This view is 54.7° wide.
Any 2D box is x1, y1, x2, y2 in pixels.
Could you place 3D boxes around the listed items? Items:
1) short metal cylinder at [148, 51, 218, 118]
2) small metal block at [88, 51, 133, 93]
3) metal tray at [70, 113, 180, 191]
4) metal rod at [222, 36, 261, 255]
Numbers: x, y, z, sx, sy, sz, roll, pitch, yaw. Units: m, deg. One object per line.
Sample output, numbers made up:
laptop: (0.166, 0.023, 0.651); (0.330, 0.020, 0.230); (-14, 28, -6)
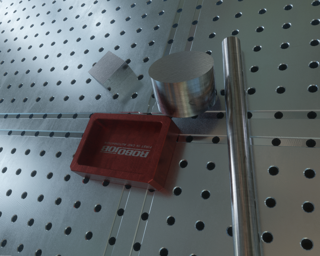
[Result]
short metal cylinder: (0.030, -0.057, 0.392); (0.080, 0.050, 0.080); (-9, 37, 7)
small metal block: (-0.081, -0.092, 0.506); (0.050, 0.025, 0.050); (-47, 52, -5)
metal tray: (-0.048, 0.027, 0.411); (0.130, 0.030, 0.090); (4, 63, 29)
metal rod: (0.089, 0.012, 0.353); (0.025, 0.025, 0.299); (-10, 57, 22)
